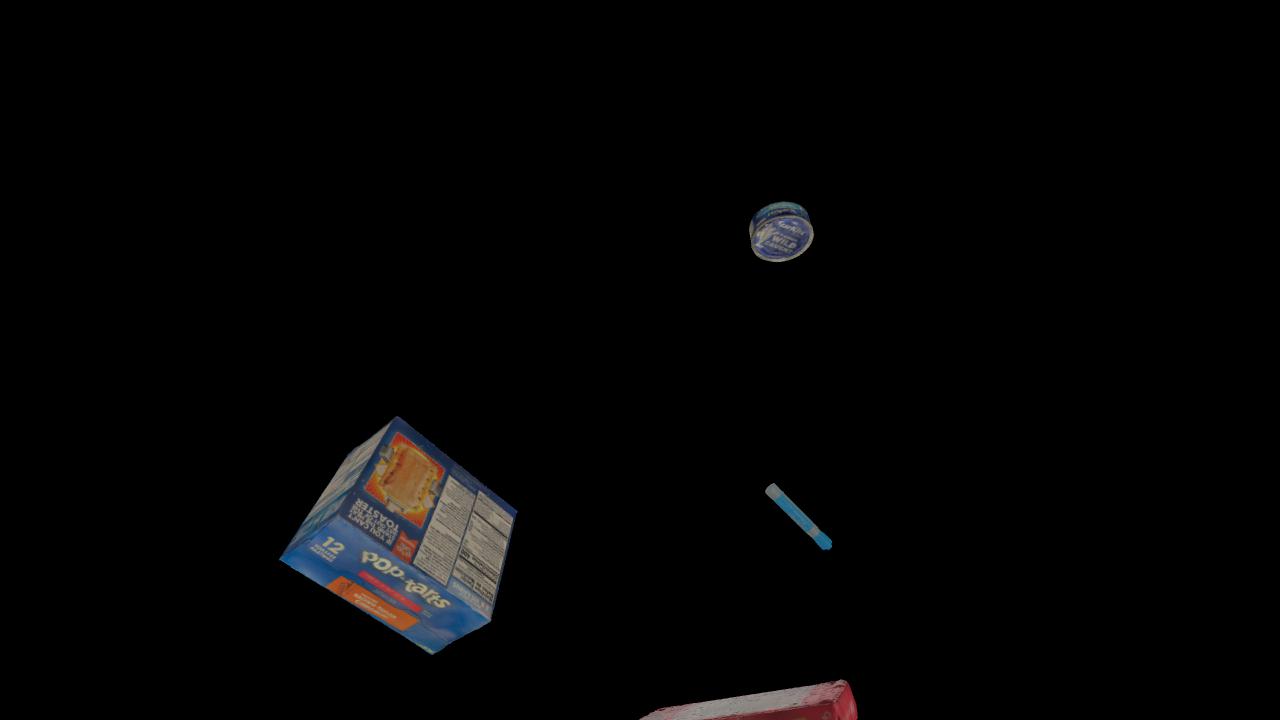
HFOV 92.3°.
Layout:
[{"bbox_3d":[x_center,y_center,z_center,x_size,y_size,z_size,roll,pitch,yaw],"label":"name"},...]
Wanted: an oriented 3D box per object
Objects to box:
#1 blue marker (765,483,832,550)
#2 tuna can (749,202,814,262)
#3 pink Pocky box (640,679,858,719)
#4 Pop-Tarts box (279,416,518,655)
[{"bbox_3d":[0.222,0.219,0.855,0.121,0.020,0.020,45,4,-4],"label":"blue marker"},{"bbox_3d":[0.193,-0.175,0.842,0.084,0.034,0.084,-1,-36,-1],"label":"tuna can"},{"bbox_3d":[0.069,0.256,0.431,0.155,0.029,0.084,-19,-24,17],"label":"pink Pocky box"},{"bbox_3d":[-0.214,0.163,0.583,0.083,0.167,0.141,-37,24,18],"label":"Pop-Tarts box"}]
